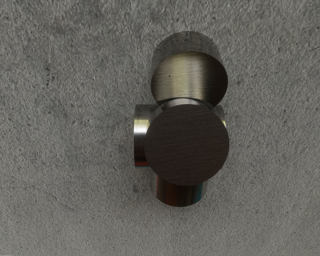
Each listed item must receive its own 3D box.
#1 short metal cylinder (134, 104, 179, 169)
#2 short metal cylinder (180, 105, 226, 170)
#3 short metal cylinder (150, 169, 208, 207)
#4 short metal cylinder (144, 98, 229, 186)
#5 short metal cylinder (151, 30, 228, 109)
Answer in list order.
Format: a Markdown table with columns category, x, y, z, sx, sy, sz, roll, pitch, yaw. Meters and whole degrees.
| category | x | y | z | sx | sy | sz | roll | pitch | yaw |
| --- | --- | --- | --- | --- | --- | --- | --- | --- | --- |
| short metal cylinder | -0.004 | 0.010 | 0.382 | 0.050 | 0.080 | 0.079 | 0 | 130 | -1 |
| short metal cylinder | 0.048 | 0.011 | 0.382 | 0.050 | 0.080 | 0.079 | 1 | 130 | 0 |
| short metal cylinder | 0.027 | 0.060 | 0.425 | 0.081 | 0.080 | 0.050 | 0 | 130 | -1 |
| short metal cylinder | 0.025 | 0.012 | 0.316 | 0.081 | 0.050 | 0.079 | 0 | 102 | -1 |
| short metal cylinder | 0.031 | -0.060 | 0.343 | 0.081 | 0.050 | 0.079 | 0 | 130 | 0 |
